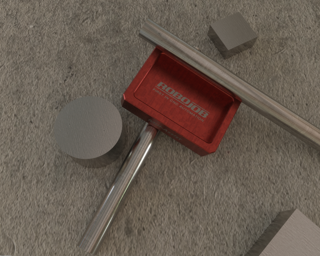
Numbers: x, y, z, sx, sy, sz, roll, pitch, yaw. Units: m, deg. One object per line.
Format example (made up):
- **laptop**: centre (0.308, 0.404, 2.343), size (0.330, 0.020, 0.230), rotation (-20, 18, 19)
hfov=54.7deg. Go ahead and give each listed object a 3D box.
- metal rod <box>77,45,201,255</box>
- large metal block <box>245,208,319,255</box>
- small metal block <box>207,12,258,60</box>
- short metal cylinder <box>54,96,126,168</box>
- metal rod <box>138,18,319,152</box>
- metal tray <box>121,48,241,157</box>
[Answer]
- **metal rod**: centre (-0.017, 0.014, 0.402), size (0.025, 0.025, 0.300), rotation (25, 72, 8)
- **large metal block**: centre (0.150, 0.149, 0.342), size (0.080, 0.050, 0.080), rotation (42, 75, 13)
- **small metal block**: centre (0.107, -0.137, 0.460), size (0.050, 0.025, 0.050), rotation (-26, 72, -10)
- **short metal cylinder**: centre (-0.085, 0.006, 0.391), size (0.081, 0.050, 0.080), rotation (0, 70, 0)
- **metal rod**: centre (0.108, -0.043, 0.387), size (0.301, 0.025, 0.025), rotation (32, 73, -5)
- **metal tray**: centre (0.028, -0.034, 0.395), size (0.130, 0.030, 0.090), rotation (32, 71, -4)
